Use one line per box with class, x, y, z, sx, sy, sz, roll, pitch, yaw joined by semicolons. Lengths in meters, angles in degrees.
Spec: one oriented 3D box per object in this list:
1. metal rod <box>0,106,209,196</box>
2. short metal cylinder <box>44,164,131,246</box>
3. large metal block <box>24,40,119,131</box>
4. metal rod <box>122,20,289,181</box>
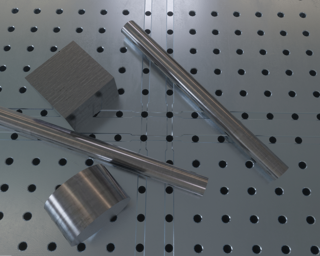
metal rod;-0.086;0.026;0.401;0.301;0.025;0.025;18;71;6
short metal cylinder;-0.081;0.086;0.350;0.080;0.080;0.050;-39;75;-13
large metal block;-0.116;-0.056;0.418;0.080;0.050;0.080;43;75;14
metal rod;0.053;-0.047;0.429;0.025;0.025;0.300;-40;75;-13
